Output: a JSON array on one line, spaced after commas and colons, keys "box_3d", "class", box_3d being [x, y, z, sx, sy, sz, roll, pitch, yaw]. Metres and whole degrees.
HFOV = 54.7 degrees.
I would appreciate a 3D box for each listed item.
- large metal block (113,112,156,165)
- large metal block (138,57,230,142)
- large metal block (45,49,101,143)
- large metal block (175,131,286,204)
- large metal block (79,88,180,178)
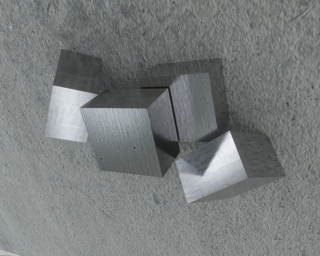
[{"box_3d": [-0.032, 0.005, 0.408, 0.080, 0.050, 0.080, 0, 119, 27], "class": "large metal block"}, {"box_3d": [0.031, -0.031, 0.356, 0.080, 0.050, 0.080, 0, 119, 27], "class": "large metal block"}, {"box_3d": [-0.110, -0.041, 0.395, 0.050, 0.080, 0.079, 10, 130, -18], "class": "large metal block"}, {"box_3d": [0.079, 0.046, 0.350, 0.080, 0.081, 0.050, -35, 61, 38], "class": "large metal block"}, {"box_3d": [-0.030, 0.003, 0.341, 0.080, 0.050, 0.079, 2, 120, 27], "class": "large metal block"}]
